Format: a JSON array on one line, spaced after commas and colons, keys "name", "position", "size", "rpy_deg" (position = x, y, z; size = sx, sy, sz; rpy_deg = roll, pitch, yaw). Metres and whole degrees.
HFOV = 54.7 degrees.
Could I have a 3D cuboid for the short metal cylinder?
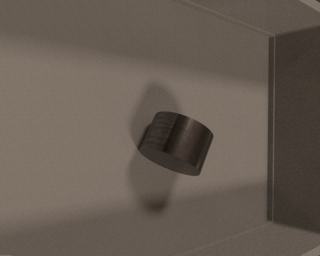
[{"name": "short metal cylinder", "position": [0.021, 0.021, 0.390], "size": [0.080, 0.080, 0.050], "rpy_deg": [36, 68, -35]}]
